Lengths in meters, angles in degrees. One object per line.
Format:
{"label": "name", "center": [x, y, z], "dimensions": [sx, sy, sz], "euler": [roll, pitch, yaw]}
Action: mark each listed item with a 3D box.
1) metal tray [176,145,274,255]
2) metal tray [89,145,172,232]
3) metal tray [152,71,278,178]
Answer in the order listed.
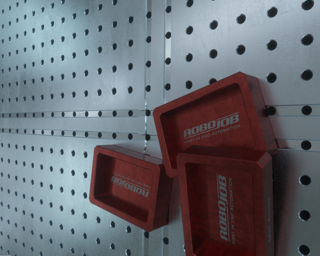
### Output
{"label": "metal tray", "center": [0.068, 0.087, 0.323], "dimensions": [0.090, 0.030, 0.129], "euler": [3, 106, 34]}
{"label": "metal tray", "center": [-0.045, 0.080, 0.441], "dimensions": [0.130, 0.030, 0.089], "euler": [12, 98, 39]}
{"label": "metal tray", "center": [0.056, 0.001, 0.357], "dimensions": [0.130, 0.030, 0.090], "euler": [-21, 77, 37]}
